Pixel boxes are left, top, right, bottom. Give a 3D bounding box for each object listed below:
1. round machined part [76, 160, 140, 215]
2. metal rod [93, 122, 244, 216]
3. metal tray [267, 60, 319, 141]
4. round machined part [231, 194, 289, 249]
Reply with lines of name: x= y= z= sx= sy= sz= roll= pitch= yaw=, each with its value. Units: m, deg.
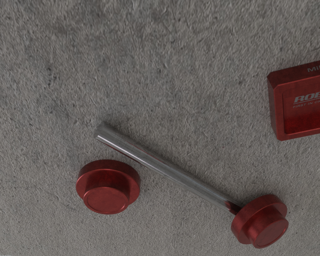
round machined part: x=-0.080 y=0.097 z=0.478 sx=0.099 sy=0.042 sz=0.097 roll=0 pitch=130 yaw=0
metal rod: x=0.034 y=0.076 z=0.472 sx=0.301 sy=0.025 sz=0.025 roll=33 pitch=123 yaw=-25
metal tray: x=0.202 y=-0.037 z=0.373 sx=0.130 sy=0.030 sz=0.090 roll=-13 pitch=129 yaw=10
round machined part: x=0.171 y=0.160 z=0.511 sx=0.099 sy=0.042 sz=0.097 roll=-15 pitch=129 yaw=-19
